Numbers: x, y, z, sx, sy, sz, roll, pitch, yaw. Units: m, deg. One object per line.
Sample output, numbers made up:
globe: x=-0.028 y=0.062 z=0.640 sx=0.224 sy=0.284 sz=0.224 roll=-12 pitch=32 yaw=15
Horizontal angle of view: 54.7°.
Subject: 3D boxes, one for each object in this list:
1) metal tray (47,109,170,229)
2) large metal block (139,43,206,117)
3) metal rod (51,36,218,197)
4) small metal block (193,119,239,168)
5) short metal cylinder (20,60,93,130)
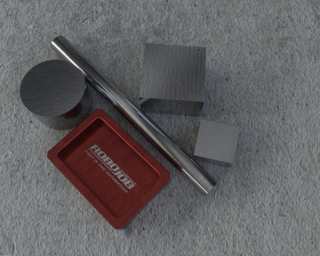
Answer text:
metal tray: x=-0.063 y=0.049 z=0.388 sx=0.130 sy=0.030 sz=0.090 roll=42 pitch=75 yaw=13
large metal block: x=0.018 y=-0.064 z=0.420 sx=0.081 sy=0.050 sz=0.080 roll=4 pitch=70 yaw=1
metal rod: x=-0.043 y=-0.024 z=0.417 sx=0.025 sy=0.025 sz=0.300 roll=-43 pitch=76 yaw=-14
small metal block: x=0.072 y=0.020 z=0.403 sx=0.050 sy=0.025 sz=0.050 roll=12 pitch=70 yaw=4
short metal cylinder: x=-0.134 y=-0.043 z=0.410 sx=0.081 sy=0.050 sz=0.080 roll=0 pitch=70 yaw=0
